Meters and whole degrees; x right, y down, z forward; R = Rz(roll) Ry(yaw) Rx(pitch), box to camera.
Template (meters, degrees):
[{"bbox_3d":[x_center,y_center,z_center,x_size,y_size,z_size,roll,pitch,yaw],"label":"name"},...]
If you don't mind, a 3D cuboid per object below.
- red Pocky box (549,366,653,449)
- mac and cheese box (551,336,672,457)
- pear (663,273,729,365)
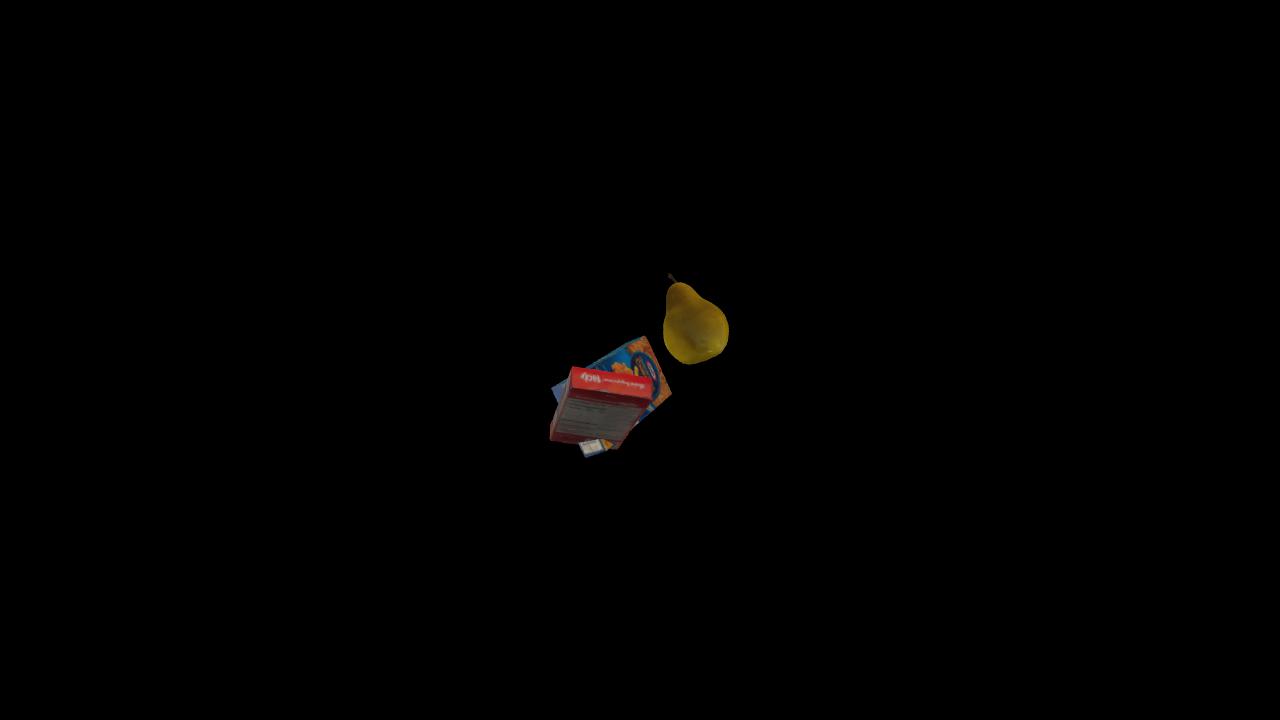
[{"bbox_3d":[-0.045,0.055,0.652,0.083,0.028,0.155,10,-29,-12],"label":"red Pocky box"},{"bbox_3d":[-0.028,0.039,0.768,0.041,0.093,0.184,-22,7,32],"label":"mac and cheese box"},{"bbox_3d":[0.056,-0.053,0.691,0.080,0.111,0.080,-19,-7,-3],"label":"pear"}]
